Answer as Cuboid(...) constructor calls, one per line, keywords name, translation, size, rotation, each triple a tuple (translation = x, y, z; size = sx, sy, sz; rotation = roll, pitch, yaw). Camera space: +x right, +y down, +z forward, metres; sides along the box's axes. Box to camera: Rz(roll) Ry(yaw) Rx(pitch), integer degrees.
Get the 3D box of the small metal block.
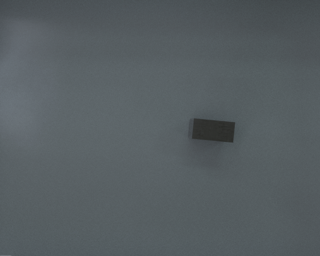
Cuboid(name="small metal block", translation=(0.065, 0.003, 0.400), size=(0.050, 0.050, 0.025), rotation=(5, 90, -1))
